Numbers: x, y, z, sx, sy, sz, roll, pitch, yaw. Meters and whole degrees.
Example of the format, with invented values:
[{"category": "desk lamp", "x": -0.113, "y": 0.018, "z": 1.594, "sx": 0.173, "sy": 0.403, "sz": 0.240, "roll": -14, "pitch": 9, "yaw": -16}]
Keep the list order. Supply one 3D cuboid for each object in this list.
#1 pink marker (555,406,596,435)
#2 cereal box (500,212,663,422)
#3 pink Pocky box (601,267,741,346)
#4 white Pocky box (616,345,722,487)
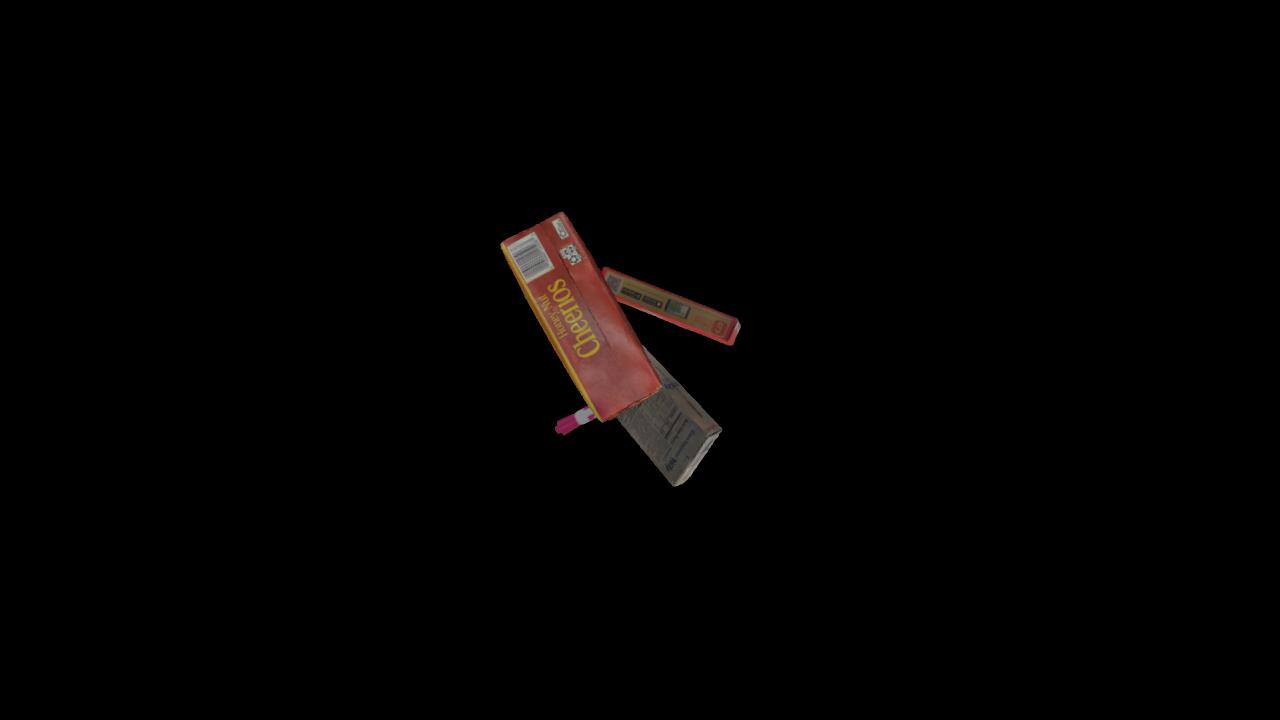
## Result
[{"category": "pink marker", "x": -0.044, "y": 0.053, "z": 0.704, "sx": 0.121, "sy": 0.020, "sz": 0.020, "roll": -28, "pitch": -4, "yaw": 7}, {"category": "cereal box", "x": -0.061, "y": -0.028, "z": 0.732, "sx": 0.081, "sy": 0.203, "sz": 0.306, "roll": -29, "pitch": -3, "yaw": -5}, {"category": "pink Pocky box", "x": 0.033, "y": -0.057, "z": 0.674, "sx": 0.155, "sy": 0.029, "sz": 0.084, "roll": 23, "pitch": 2, "yaw": 11}, {"category": "white Pocky box", "x": 0.010, "y": 0.046, "z": 0.632, "sx": 0.028, "sy": 0.084, "sz": 0.154, "roll": -18, "pitch": 56, "yaw": -42}]
